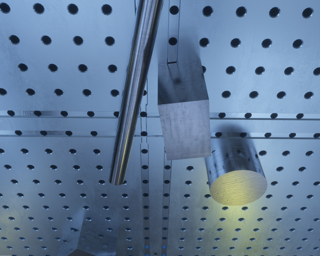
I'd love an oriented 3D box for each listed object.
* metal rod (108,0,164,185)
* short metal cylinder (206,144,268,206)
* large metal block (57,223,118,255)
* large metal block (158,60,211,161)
[{"bbox_3d":[-0.036,-0.032,0.383,0.025,0.025,0.298,9,130,-8],"label":"metal rod"},{"bbox_3d":[0.111,0.070,0.456,0.081,0.050,0.079,0,130,0],"label":"short metal cylinder"},{"bbox_3d":[-0.140,0.237,0.596,0.080,0.050,0.080,33,123,-25],"label":"large metal block"},{"bbox_3d":[0.028,-0.021,0.358,0.050,0.080,0.080,-6,130,5],"label":"large metal block"}]
